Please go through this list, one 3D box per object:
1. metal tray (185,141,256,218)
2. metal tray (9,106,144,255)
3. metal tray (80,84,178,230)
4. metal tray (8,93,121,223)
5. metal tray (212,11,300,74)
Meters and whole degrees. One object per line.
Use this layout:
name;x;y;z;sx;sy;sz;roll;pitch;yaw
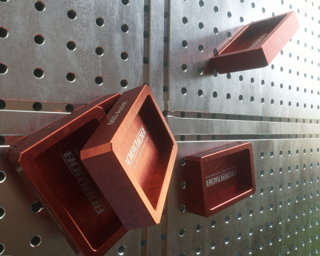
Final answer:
metal tray;0.100;0.076;0.492;0.131;0.030;0.089;-11;97;-40
metal tray;-0.071;0.054;0.308;0.091;0.030;0.129;-39;114;-33
metal tray;-0.021;0.022;0.310;0.090;0.030;0.130;63;23;-23
metal tray;-0.080;0.028;0.339;0.131;0.030;0.090;-35;112;-35
metal tray;0.155;-0.138;0.499;0.131;0.090;0.030;-45;118;-31
